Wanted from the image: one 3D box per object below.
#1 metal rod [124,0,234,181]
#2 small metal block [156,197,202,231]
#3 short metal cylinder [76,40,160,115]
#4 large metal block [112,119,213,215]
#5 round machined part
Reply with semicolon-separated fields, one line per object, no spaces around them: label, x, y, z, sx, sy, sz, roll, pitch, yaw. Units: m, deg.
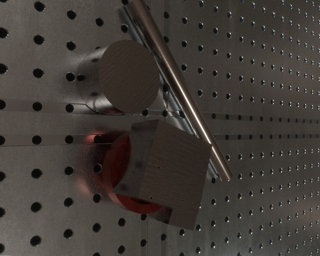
metal rod;0.037;-0.040;0.442;0.025;0.025;0.299;-46;118;-30
small metal block;0.028;0.112;0.435;0.050;0.025;0.050;28;73;-37
short metal cylinder;-0.047;-0.056;0.355;0.081;0.050;0.079;0;90;-40
large metal block;0.005;0.044;0.341;0.080;0.050;0.080;25;71;-33
round machined part;-0.026;0.051;0.375;0.099;0.042;0.097;4;83;-37
